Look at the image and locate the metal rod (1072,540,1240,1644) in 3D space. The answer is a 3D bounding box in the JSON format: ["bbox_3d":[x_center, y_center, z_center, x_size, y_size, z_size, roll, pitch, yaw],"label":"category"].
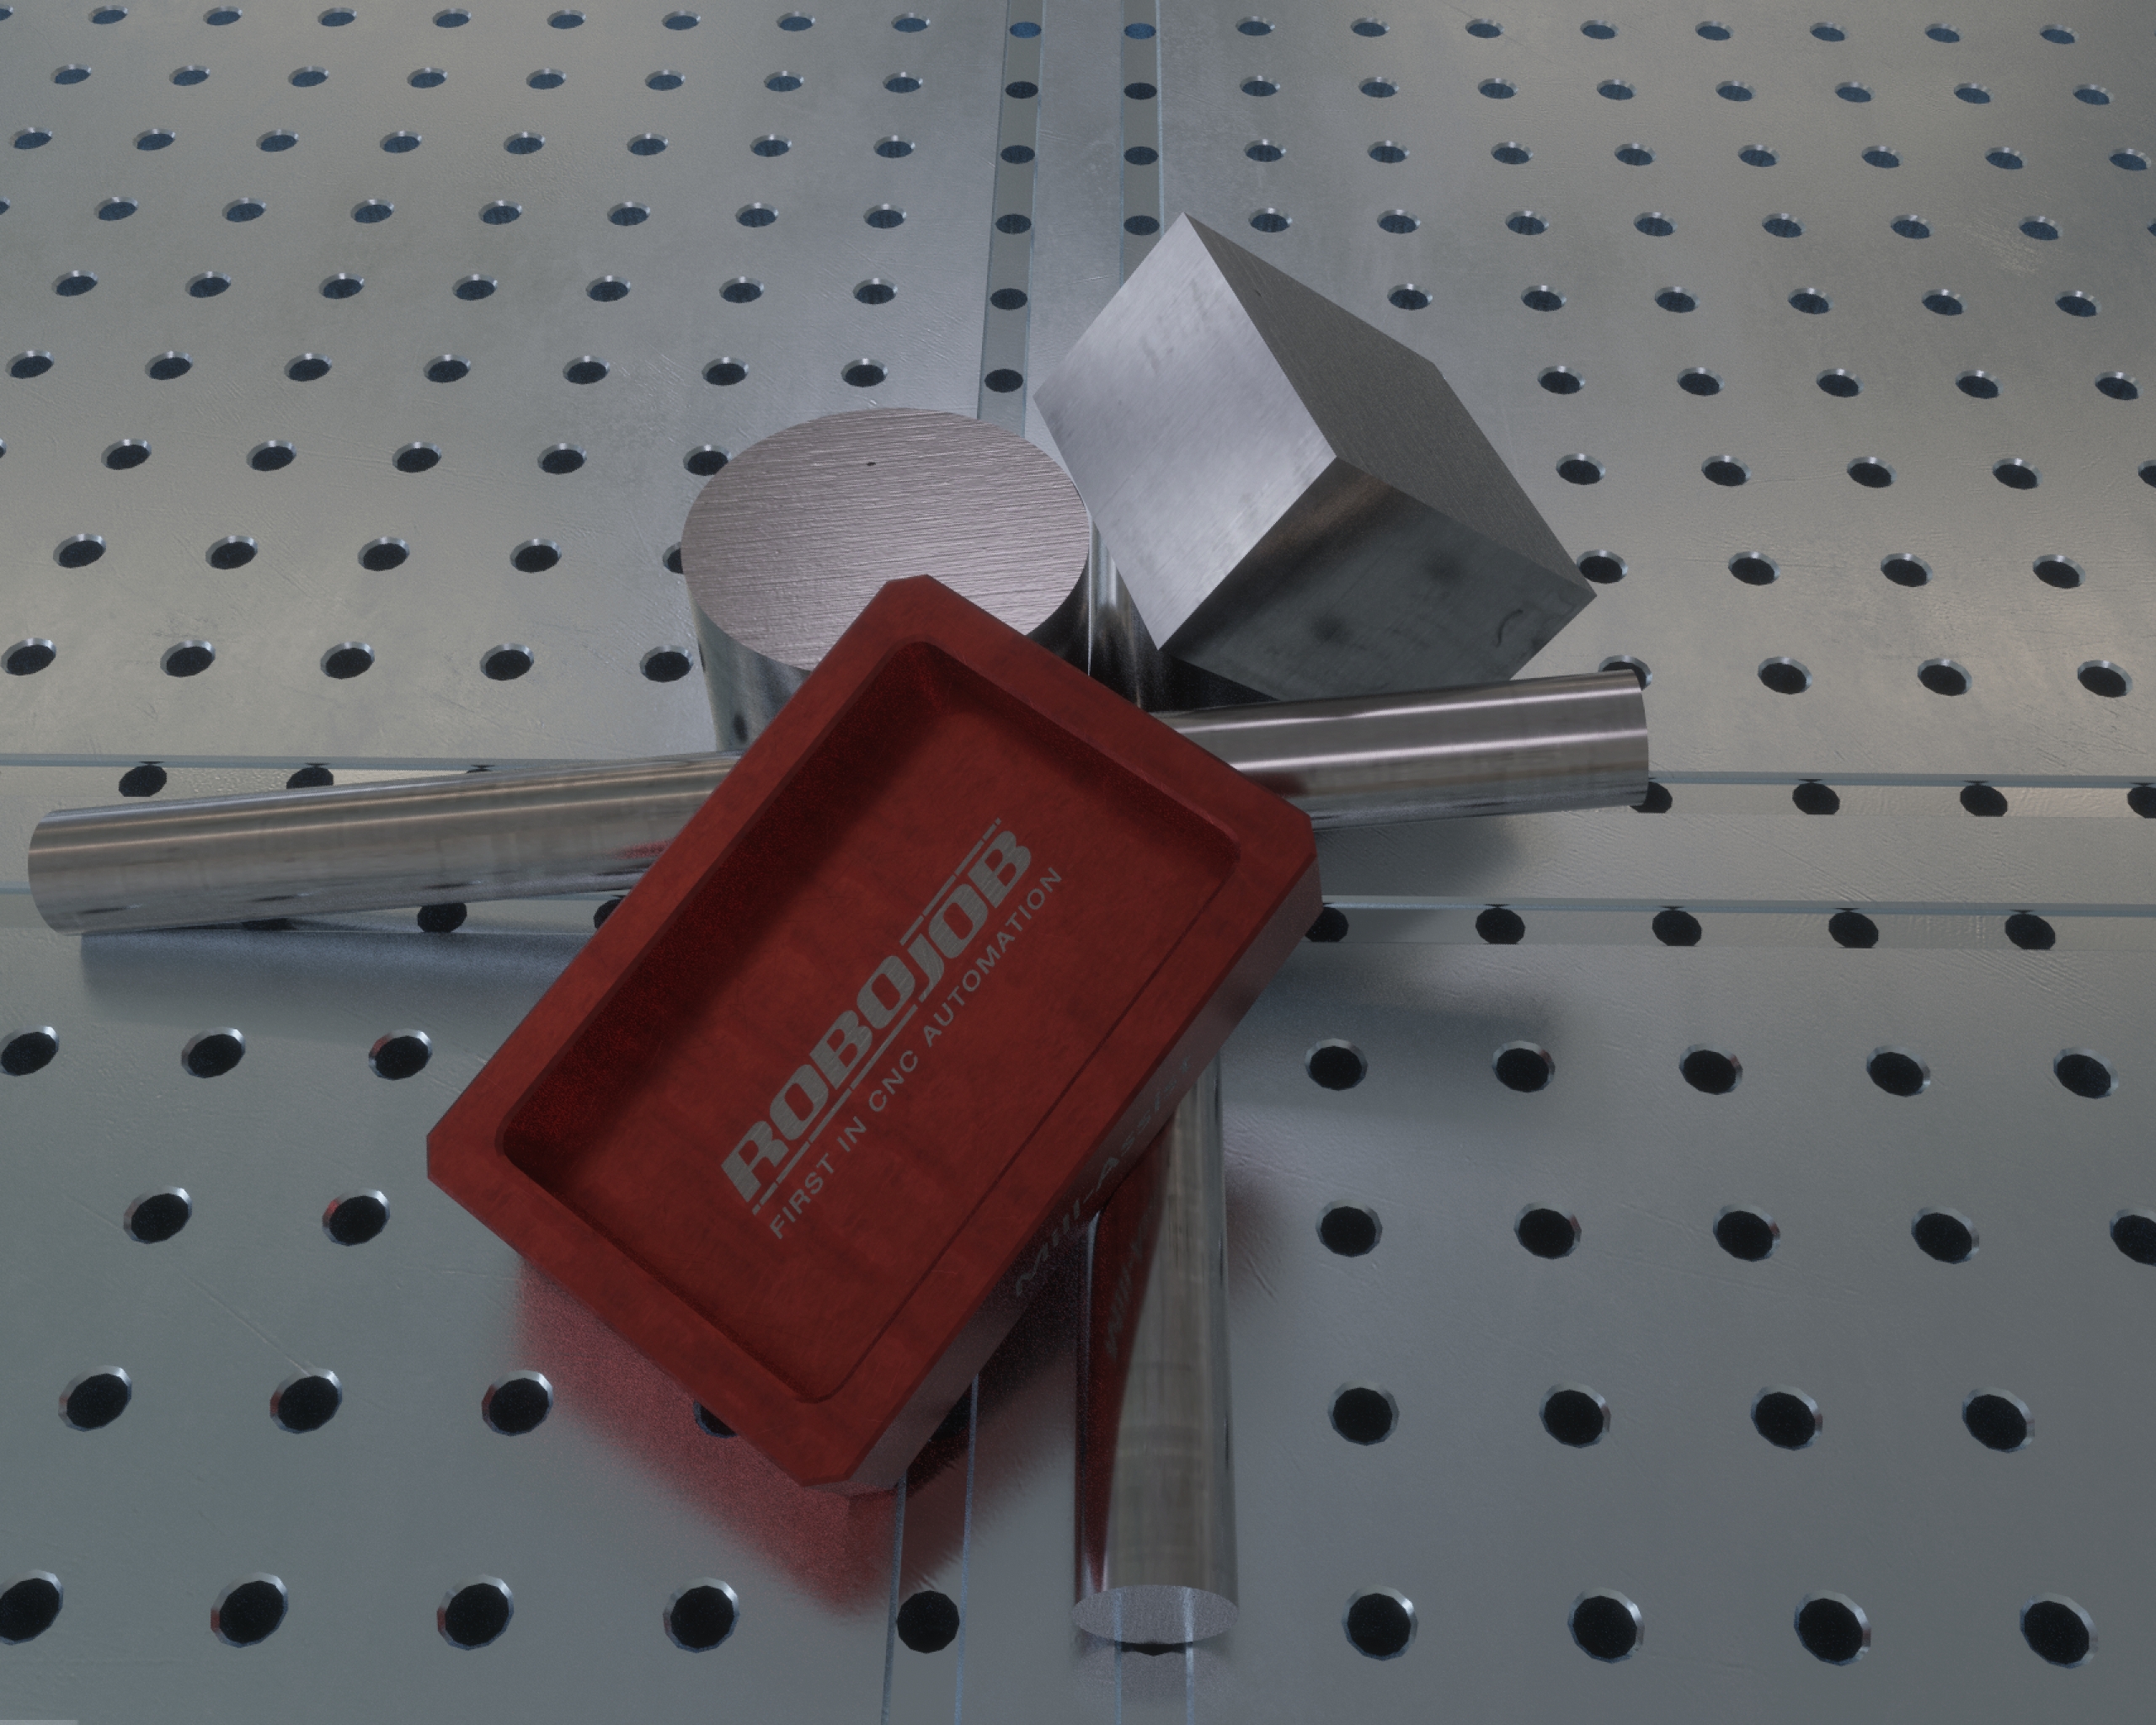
[{"bbox_3d":[0.014,-0.002,0.409,0.025,0.025,0.300,1,50,1],"label":"metal rod"}]

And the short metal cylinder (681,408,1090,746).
[{"bbox_3d":[-0.038,-0.049,0.432,0.081,0.050,0.080,0,50,0],"label":"short metal cylinder"}]

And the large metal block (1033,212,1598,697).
[{"bbox_3d":[0.048,-0.076,0.430,0.080,0.050,0.080,17,37,-40],"label":"large metal block"}]

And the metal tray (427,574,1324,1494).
[{"bbox_3d":[-0.032,0.026,0.348,0.090,0.030,0.130,34,78,18],"label":"metal tray"}]

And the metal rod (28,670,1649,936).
[{"bbox_3d":[-0.048,-0.010,0.394,0.302,0.025,0.025,-5,50,5],"label":"metal rod"}]
